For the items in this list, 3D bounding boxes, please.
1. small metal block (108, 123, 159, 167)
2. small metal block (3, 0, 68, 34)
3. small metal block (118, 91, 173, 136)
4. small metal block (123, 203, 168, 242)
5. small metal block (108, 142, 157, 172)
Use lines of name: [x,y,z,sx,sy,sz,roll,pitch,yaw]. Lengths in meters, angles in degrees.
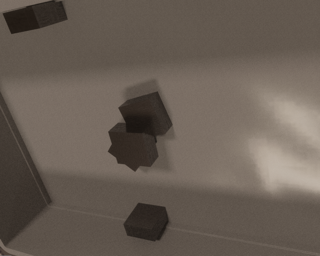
small metal block: [-0.034,0.021,0.406,0.050,0.025,0.050,2,120,26]
small metal block: [-0.154,-0.139,0.386,0.050,0.050,0.025,0,119,28]
small metal block: [-0.019,-0.015,0.408,0.050,0.025,0.050,-12,113,33]
small metal block: [-0.022,0.149,0.494,0.050,0.050,0.025,2,119,27]
small metal block: [-0.040,0.027,0.445,0.050,0.025,0.050,36,129,3]
